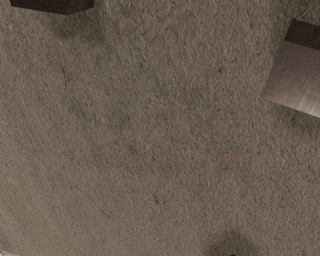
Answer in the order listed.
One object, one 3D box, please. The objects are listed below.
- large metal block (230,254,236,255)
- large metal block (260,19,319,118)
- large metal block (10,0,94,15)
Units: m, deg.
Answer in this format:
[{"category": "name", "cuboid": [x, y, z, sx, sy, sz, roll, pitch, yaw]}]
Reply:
[{"category": "large metal block", "cuboid": [0.101, 0.256, 0.476, 0.050, 0.080, 0.079, 36, 129, 4]}, {"category": "large metal block", "cuboid": [0.141, -0.050, 0.266, 0.080, 0.080, 0.050, 22, 127, 14]}, {"category": "large metal block", "cuboid": [-0.125, -0.177, 0.345, 0.080, 0.050, 0.079, 15, 125, 19]}]
